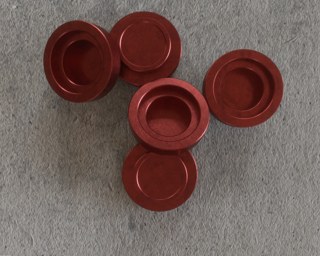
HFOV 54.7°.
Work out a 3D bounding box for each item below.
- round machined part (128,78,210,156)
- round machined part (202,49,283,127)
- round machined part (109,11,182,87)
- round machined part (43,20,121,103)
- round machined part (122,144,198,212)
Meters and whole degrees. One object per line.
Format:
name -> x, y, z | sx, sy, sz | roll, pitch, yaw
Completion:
round machined part -> 0.010, -0.011, 0.392 | 0.099, 0.042, 0.098 | 1, 67, -3
round machined part -> 0.104, -0.050, 0.404 | 0.099, 0.042, 0.097 | 0, 90, -1
round machined part -> -0.021, -0.104, 0.402 | 0.099, 0.042, 0.097 | 0, 90, -1
round machined part -> -0.093, -0.082, 0.391 | 0.098, 0.042, 0.097 | 3, 98, 20
round machined part -> 0.000, 0.060, 0.402 | 0.099, 0.042, 0.097 | 0, 90, -1
